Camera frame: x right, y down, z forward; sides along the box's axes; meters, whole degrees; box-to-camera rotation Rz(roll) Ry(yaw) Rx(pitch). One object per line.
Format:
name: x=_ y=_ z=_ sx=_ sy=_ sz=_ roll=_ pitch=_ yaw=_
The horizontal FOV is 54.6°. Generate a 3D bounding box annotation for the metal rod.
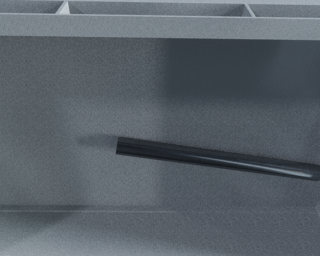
metal rod: x=0.089 y=0.046 z=0.448 sx=0.302 sy=0.025 sz=0.025 roll=8 pitch=130 yaw=-7
